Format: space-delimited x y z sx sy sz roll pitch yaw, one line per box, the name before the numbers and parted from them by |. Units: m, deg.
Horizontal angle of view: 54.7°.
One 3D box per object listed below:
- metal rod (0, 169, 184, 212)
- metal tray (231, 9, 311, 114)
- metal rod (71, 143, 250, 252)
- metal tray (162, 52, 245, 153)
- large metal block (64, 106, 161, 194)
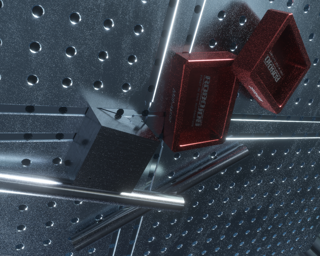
metal rod | -0.098 0.079 0.390 0.302 0.025 0.025 15 111 -29
metal tray | 0.155 -0.083 0.418 0.130 0.030 0.090 31 93 -50
metal rod | 0.008 0.102 0.480 0.302 0.025 0.025 -27 128 -12
metal tray | 0.056 -0.034 0.419 0.091 0.030 0.129 -8 122 -25
large metal block | -0.060 0.029 0.381 0.081 0.050 0.080 18 109 -36
